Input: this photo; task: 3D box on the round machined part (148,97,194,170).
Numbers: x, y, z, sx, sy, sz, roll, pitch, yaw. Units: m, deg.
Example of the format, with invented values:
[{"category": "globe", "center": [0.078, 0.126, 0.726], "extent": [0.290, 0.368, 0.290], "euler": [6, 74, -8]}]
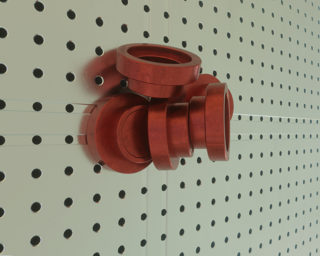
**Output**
[{"category": "round machined part", "center": [0.018, 0.003, 0.384], "extent": [0.098, 0.042, 0.097], "euler": [-4, 91, -77]}]

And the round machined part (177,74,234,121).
[{"category": "round machined part", "center": [0.073, -0.032, 0.461], "extent": [0.099, 0.042, 0.097], "euler": [0, 90, -40]}]

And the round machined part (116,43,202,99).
[{"category": "round machined part", "center": [-0.003, -0.067, 0.367], "extent": [0.099, 0.098, 0.042], "euler": [-16, 126, -39]}]

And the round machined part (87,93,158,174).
[{"category": "round machined part", "center": [-0.034, 0.006, 0.372], "extent": [0.099, 0.042, 0.097], "euler": [0, 90, -40]}]

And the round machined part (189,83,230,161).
[{"category": "round machined part", "center": [0.063, -0.007, 0.391], "extent": [0.098, 0.042, 0.097], "euler": [-2, 91, -73]}]
